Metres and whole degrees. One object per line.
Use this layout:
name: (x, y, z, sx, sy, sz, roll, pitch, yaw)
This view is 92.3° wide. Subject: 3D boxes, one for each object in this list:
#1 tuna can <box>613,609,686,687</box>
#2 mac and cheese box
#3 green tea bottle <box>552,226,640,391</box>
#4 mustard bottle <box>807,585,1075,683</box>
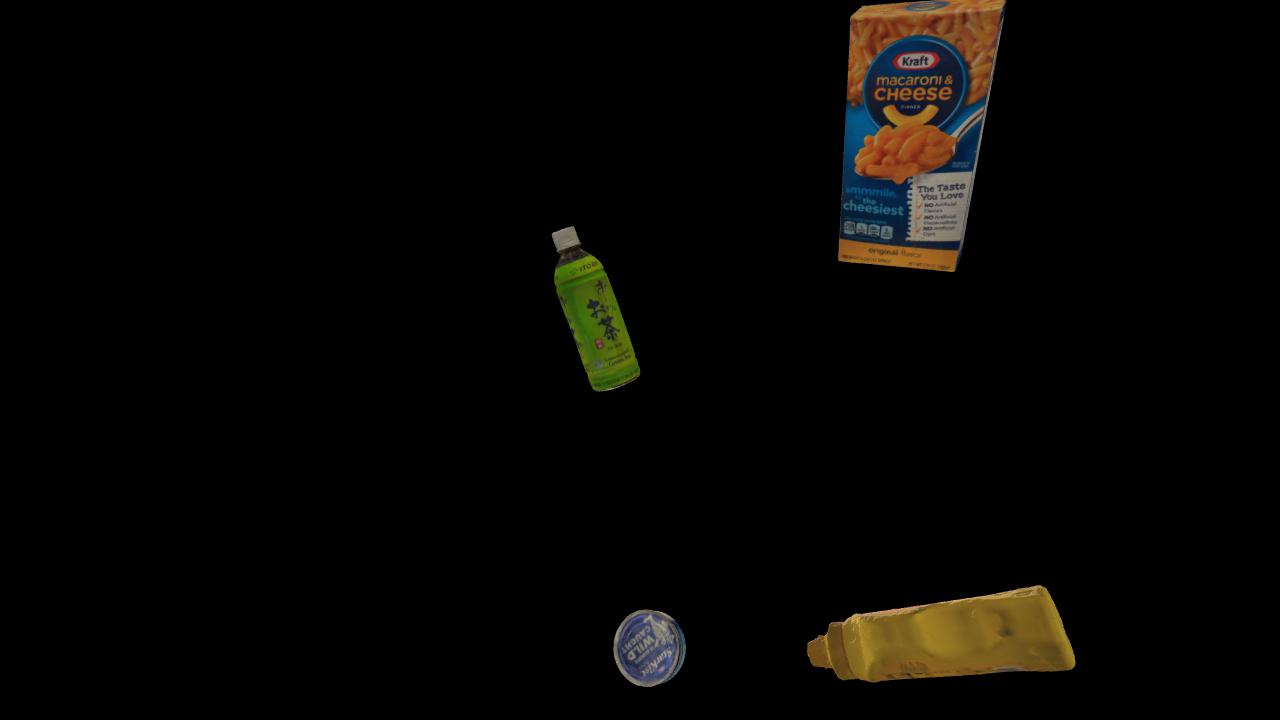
tuna can: (0.012, 0.349, 0.747, 0.084, 0.084, 0.034, 0, -22, 23)
mac and cheese box: (0.199, -0.157, 0.452, 0.093, 0.184, 0.041, 13, 43, 29)
green tea bottle: (-0.064, -0.067, 0.798, 0.073, 0.212, 0.073, -19, 9, 3)
mustard bottle: (0.215, 0.213, 0.466, 0.184, 0.054, 0.092, -22, -32, 27)
